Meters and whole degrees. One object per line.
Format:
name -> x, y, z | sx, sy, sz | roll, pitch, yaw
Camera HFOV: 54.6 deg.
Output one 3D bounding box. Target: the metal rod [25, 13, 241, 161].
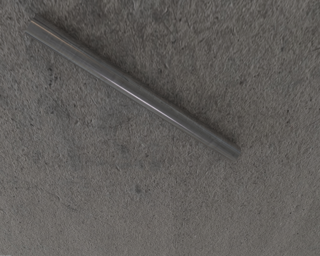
metal rod -> -0.013, -0.035, 0.376 | 0.301, 0.025, 0.025 | 31, 124, -24
